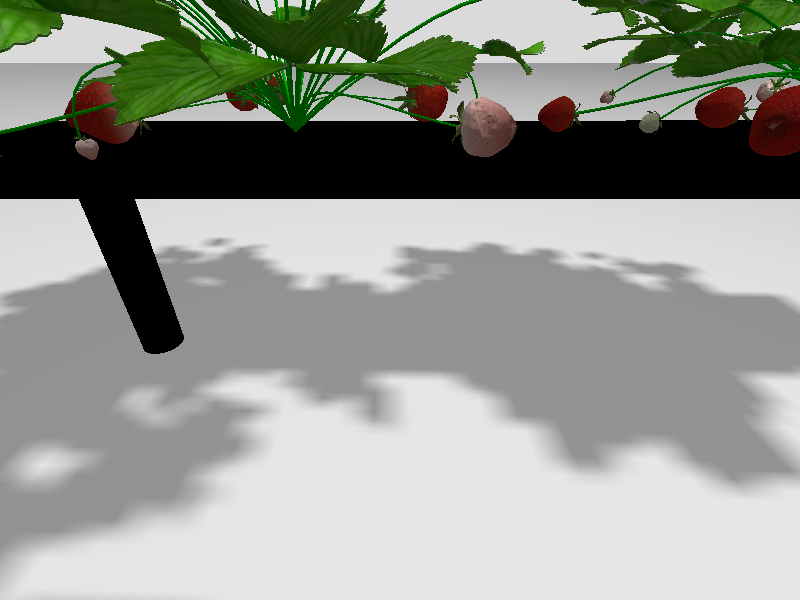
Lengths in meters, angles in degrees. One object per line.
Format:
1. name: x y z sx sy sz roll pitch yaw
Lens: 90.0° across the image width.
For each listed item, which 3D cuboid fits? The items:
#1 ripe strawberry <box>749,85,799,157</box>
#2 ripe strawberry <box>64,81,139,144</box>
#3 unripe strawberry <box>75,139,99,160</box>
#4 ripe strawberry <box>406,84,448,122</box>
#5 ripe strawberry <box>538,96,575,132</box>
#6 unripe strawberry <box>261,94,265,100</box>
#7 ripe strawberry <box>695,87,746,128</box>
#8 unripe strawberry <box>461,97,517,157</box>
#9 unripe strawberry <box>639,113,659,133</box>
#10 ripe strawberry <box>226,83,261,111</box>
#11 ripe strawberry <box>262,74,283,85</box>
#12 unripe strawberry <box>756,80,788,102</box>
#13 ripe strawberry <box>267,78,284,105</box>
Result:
1. ripe strawberry: 0.238 -0.108 0.246 0.042 0.041 0.039 -20 37 -28
2. ripe strawberry: -0.210 -0.130 0.280 0.041 0.040 0.038 -11 34 -16
3. unripe strawberry: -0.182 -0.088 0.234 0.013 0.011 0.011 26 40 35
4. ripe strawberry: 0.027 -0.189 0.376 0.040 0.040 0.037 -17 36 -27
5. ripe strawberry: 0.126 -0.150 0.323 0.027 0.026 0.025 0 32 1
6. unripe strawberry: -0.155 -0.230 0.447 0.011 0.011 0.011 -14 35 -21
7. ripe strawberry: 0.270 -0.163 0.340 0.033 0.032 0.031 8 33 13
8. unripe strawberry: 0.052 -0.101 0.237 0.032 0.033 0.029 21 38 29
9. unripe strawberry: 0.195 -0.138 0.314 0.014 0.015 0.013 -13 32 4
10. ripe strawberry: -0.167 -0.224 0.426 0.037 0.042 0.040 -19 36 -27
11. ripe strawberry: -0.168 -0.280 0.526 0.033 0.035 0.036 -10 15 -16
12. unripe strawberry: 0.446 -0.249 0.482 0.028 0.025 0.026 13 -2 19
13. ripe strawberry: -0.141 -0.240 0.462 0.026 0.030 0.028 -10 33 -15
